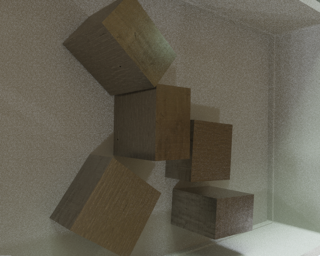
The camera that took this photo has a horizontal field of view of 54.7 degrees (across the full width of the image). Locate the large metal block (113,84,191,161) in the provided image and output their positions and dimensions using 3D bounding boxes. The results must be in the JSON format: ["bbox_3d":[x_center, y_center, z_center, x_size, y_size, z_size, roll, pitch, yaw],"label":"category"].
[{"bbox_3d":[-0.011,-0.006,0.363,0.050,0.080,0.079,1,90,-41],"label":"large metal block"}]

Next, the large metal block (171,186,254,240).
[{"bbox_3d":[0.073,0.114,0.435,0.081,0.080,0.050,5,87,-40],"label":"large metal block"}]

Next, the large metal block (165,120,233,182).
[{"bbox_3d":[0.056,0.032,0.440,0.081,0.050,0.080,6,87,-40],"label":"large metal block"}]

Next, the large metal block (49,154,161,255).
[{"bbox_3d":[-0.058,0.086,0.344,0.080,0.050,0.080,43,64,-32],"label":"large metal block"}]

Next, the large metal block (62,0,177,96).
[{"bbox_3d":[-0.043,-0.085,0.334,0.080,0.080,0.050,49,58,-29],"label":"large metal block"}]
